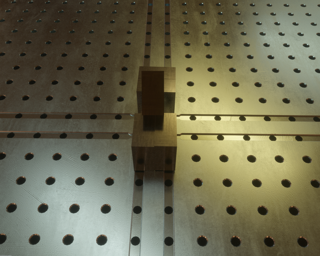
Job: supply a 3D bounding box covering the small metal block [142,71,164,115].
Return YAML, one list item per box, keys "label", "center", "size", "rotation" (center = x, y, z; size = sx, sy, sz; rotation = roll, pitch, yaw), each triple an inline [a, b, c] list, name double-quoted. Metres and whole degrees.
- label: "small metal block"
  center: [-0.008, -0.043, 0.373]
  size: [0.025, 0.050, 0.050]
  rotation: [0, 8, 1]

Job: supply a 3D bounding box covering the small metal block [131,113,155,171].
- label: "small metal block"
  center: [-0.019, 0.017, 0.376]
  size: [0.025, 0.050, 0.050]
  rotation: [1, 50, 1]

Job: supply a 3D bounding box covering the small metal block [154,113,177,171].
- label: "small metal block"
  center: [0.007, 0.017, 0.376]
  size: [0.025, 0.050, 0.050]
  rotation: [1, 50, 1]

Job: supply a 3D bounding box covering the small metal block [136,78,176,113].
- label: "small metal block"
  center: [-0.005, -0.040, 0.424]
  size: [0.050, 0.050, 0.025]
  rotation: [2, 50, 1]

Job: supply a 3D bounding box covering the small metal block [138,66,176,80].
- label: "small metal block"
  center: [-0.004, -0.060, 0.441]
  size: [0.050, 0.050, 0.025]
  rotation: [2, 50, 1]
